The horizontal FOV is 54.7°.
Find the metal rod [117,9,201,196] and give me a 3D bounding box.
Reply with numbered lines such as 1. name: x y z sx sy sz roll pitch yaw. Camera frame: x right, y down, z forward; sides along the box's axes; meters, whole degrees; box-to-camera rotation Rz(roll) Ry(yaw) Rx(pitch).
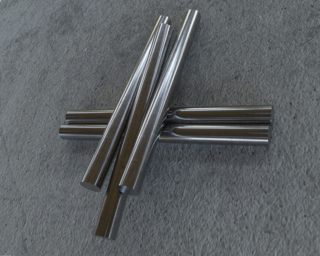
1. metal rod: 0.009 -0.054 0.405 0.025 0.025 0.300 1 54 28

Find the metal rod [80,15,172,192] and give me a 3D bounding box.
1. metal rod: -0.036 -0.054 0.429 0.025 0.025 0.300 1 54 28

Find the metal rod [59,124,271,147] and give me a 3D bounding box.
1. metal rod: -0.013 0.007 0.408 0.300 0.025 0.025 0 62 28

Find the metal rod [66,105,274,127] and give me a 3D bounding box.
1. metal rod: -0.006 -0.015 0.418 0.300 0.025 0.025 0 62 28

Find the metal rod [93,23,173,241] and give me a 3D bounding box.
1. metal rod: -0.026 -0.014 0.393 0.025 0.025 0.300 0 61 28
